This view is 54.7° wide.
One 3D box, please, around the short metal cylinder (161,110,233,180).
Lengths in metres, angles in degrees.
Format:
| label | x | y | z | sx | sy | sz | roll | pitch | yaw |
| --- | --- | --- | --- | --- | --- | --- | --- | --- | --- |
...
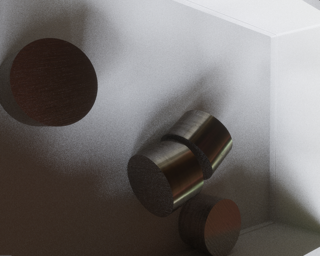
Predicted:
| label | x | y | z | sx | sy | sz | roll | pitch | yaw |
| --- | --- | --- | --- | --- | --- | --- | --- | --- | --- |
| short metal cylinder | 0.048 | 0.023 | 0.411 | 0.050 | 0.080 | 0.080 | -46 | 118 | -30 |

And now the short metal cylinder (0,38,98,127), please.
| label | x | y | z | sx | sy | sz | roll | pitch | yaw |
| --- | --- | --- | --- | --- | --- | --- | --- | --- | --- |
| short metal cylinder | -0.108 | -0.041 | 0.299 | 0.081 | 0.050 | 0.080 | 0 | 90 | -40 |

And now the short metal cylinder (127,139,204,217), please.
| label | x | y | z | sx | sy | sz | roll | pitch | yaw |
| --- | --- | --- | --- | --- | --- | --- | --- | --- | --- |
| short metal cylinder | 0.005 | 0.059 | 0.375 | 0.050 | 0.080 | 0.080 | -25 | 106 | -37 |

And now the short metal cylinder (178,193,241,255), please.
| label | x | y | z | sx | sy | sz | roll | pitch | yaw |
| --- | --- | --- | --- | --- | --- | --- | --- | --- | --- |
| short metal cylinder | 0.073 | 0.139 | 0.452 | 0.081 | 0.050 | 0.080 | 0 | 90 | -40 |
